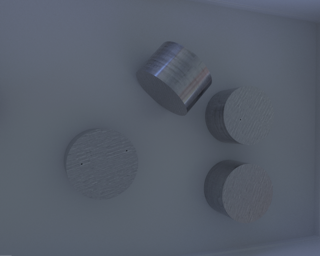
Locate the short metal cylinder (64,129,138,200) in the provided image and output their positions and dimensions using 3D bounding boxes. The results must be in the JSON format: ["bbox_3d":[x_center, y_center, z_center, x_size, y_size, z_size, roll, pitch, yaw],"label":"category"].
[{"bbox_3d":[-0.072,0.041,0.371,0.081,0.050,0.080,0,90,-20],"label":"short metal cylinder"}]

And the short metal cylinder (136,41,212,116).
[{"bbox_3d":[0.017,-0.060,0.387,0.080,0.080,0.050,43,77,-15],"label":"short metal cylinder"}]

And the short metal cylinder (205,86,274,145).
[{"bbox_3d":[0.112,-0.017,0.438,0.081,0.050,0.080,0,90,-20],"label":"short metal cylinder"}]

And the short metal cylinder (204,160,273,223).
[{"bbox_3d":[0.110,0.087,0.438,0.081,0.050,0.080,0,90,-20],"label":"short metal cylinder"}]
